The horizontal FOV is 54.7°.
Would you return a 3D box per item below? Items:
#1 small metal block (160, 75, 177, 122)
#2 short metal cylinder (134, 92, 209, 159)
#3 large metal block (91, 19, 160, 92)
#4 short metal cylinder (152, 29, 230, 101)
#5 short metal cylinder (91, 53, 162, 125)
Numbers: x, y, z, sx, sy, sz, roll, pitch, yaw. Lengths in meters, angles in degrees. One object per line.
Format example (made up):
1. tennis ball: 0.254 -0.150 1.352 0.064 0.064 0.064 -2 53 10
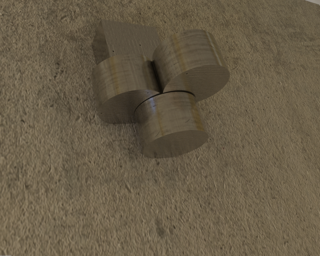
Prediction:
1. small metal block: 0.011 -0.038 0.421 0.025 0.050 0.050 1 61 -28
2. short metal cylinder: 0.013 -0.001 0.378 0.081 0.080 0.050 0 62 -29
3. large metal block: -0.042 -0.096 0.426 0.081 0.050 0.080 -2 63 -29
4. short metal cylinder: 0.036 -0.070 0.368 0.081 0.080 0.050 -2 63 -29
5. short metal cylinder: -0.039 -0.045 0.377 0.081 0.080 0.050 -2 63 -29
